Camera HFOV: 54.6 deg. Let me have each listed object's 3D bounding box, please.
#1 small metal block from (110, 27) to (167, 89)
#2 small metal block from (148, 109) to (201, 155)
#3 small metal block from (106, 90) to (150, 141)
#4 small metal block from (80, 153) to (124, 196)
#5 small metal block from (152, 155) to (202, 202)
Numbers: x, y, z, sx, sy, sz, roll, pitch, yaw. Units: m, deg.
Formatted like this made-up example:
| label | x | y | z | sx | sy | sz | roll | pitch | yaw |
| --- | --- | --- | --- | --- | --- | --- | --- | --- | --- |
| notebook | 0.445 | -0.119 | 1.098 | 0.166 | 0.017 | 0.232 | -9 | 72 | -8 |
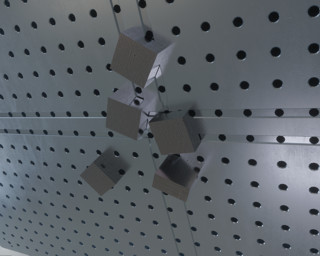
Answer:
| label | x | y | z | sx | sy | sz | roll | pitch | yaw |
| --- | --- | --- | --- | --- | --- | --- | --- | --- | --- |
| small metal block | -0.027 | -0.084 | 0.374 | 0.050 | 0.025 | 0.050 | 32 | 129 | 7 |
| small metal block | 0.020 | 0.006 | 0.405 | 0.050 | 0.025 | 0.050 | -8 | 115 | 32 |
| small metal block | -0.045 | -0.018 | 0.425 | 0.050 | 0.025 | 0.050 | 22 | 127 | 14 |
| small metal block | -0.096 | 0.078 | 0.511 | 0.050 | 0.025 | 0.050 | 45 | 129 | -4 |
| small metal block | 0.024 | 0.066 | 0.424 | 0.050 | 0.050 | 0.025 | 22 | 127 | 15 |
